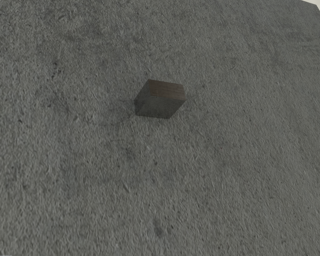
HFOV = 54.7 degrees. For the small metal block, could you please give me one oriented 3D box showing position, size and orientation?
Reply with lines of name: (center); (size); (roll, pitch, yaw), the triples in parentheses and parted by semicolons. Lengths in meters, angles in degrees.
small metal block: (-0.001, -0.037, 0.412); (0.050, 0.050, 0.025); (5, 60, -26)
